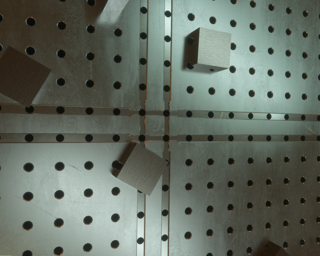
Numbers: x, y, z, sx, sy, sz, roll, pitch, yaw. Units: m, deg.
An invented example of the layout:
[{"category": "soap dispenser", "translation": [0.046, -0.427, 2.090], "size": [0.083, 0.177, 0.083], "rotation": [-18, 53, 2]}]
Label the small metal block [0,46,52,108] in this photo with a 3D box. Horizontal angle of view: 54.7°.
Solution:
[{"category": "small metal block", "translation": [-0.160, -0.057, 0.354], "size": [0.050, 0.025, 0.050], "rotation": [30, 80, -18]}]

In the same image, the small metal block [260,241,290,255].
[{"category": "small metal block", "translation": [0.180, 0.216, 0.482], "size": [0.050, 0.025, 0.050], "rotation": [-46, 105, -14]}]

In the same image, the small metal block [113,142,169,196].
[{"category": "small metal block", "translation": [-0.025, 0.053, 0.404], "size": [0.050, 0.025, 0.050], "rotation": [33, 79, -17]}]

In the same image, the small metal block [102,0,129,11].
[{"category": "small metal block", "translation": [-0.056, -0.178, 0.379], "size": [0.025, 0.050, 0.050], "rotation": [-7, 93, -20]}]

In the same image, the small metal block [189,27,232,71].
[{"category": "small metal block", "translation": [0.072, -0.111, 0.440], "size": [0.050, 0.025, 0.050], "rotation": [4, 89, -20]}]
